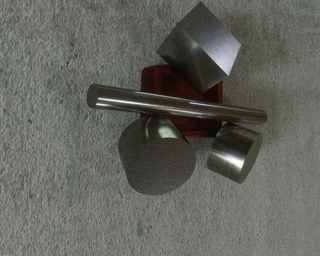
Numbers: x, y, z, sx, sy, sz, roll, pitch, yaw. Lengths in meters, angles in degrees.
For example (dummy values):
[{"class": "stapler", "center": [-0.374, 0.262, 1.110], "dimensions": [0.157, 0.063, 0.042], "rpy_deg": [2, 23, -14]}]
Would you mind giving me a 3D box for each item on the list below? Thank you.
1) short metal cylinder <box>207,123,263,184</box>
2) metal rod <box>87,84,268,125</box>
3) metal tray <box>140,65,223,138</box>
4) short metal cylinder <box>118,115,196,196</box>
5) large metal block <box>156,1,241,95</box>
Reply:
[{"class": "short metal cylinder", "center": [0.113, 0.036, 0.463], "dimensions": [0.080, 0.050, 0.079], "rpy_deg": [-41, 144, -39]}, {"class": "metal rod", "center": [0.048, -0.025, 0.407], "dimensions": [0.302, 0.025, 0.025], "rpy_deg": [4, 88, -40]}, {"class": "metal tray", "center": [0.034, -0.032, 0.431], "dimensions": [0.131, 0.030, 0.089], "rpy_deg": [2, 89, -40]}, {"class": "short metal cylinder", "center": [-0.005, 0.032, 0.362], "dimensions": [0.081, 0.050, 0.079], "rpy_deg": [-9, 123, -15]}, {"class": "large metal block", "center": [0.053, -0.105, 0.406], "dimensions": [0.080, 0.050, 0.080], "rpy_deg": [42, 47, -14]}]
